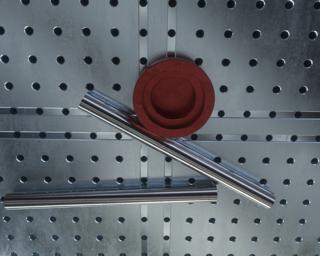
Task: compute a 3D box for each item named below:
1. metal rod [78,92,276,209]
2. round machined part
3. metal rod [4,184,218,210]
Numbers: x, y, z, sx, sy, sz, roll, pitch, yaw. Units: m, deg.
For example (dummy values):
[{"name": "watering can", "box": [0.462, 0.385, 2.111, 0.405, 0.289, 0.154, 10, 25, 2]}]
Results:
[{"name": "metal rod", "box": [0.030, 0.035, 0.426, 0.301, 0.025, 0.025, 29, 108, -10]}, {"name": "round machined part", "box": [0.017, -0.040, 0.390, 0.099, 0.042, 0.097, 0, 110, 0]}, {"name": "metal rod", "box": [-0.070, 0.100, 0.449, 0.302, 0.025, 0.025, -2, 110, 0]}]
